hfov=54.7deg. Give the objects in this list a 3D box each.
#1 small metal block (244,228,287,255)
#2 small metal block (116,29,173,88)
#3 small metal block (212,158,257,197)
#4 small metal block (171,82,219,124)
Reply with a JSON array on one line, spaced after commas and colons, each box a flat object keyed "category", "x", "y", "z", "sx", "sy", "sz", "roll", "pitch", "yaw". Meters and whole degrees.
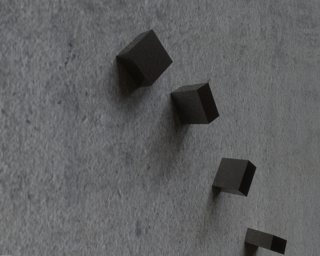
[{"category": "small metal block", "x": 0.188, "y": 0.201, "z": 0.550, "sx": 0.050, "sy": 0.050, "sz": 0.025, "roll": 30, "pitch": 72, "yaw": -37}, {"category": "small metal block", "x": -0.018, "y": -0.087, "z": 0.391, "sx": 0.050, "sy": 0.025, "sz": 0.050, "roll": -51, "pitch": 121, "yaw": -28}, {"category": "small metal block", "x": 0.117, "y": 0.077, "z": 0.490, "sx": 0.025, "sy": 0.050, "sz": 0.050, "roll": 38, "pitch": 66, "yaw": -34}, {"category": "small metal block", "x": 0.049, "y": -0.033, "z": 0.431, "sx": 0.025, "sy": 0.050, "sz": 0.050, "roll": -35, "pitch": 112, "yaw": -35}]
